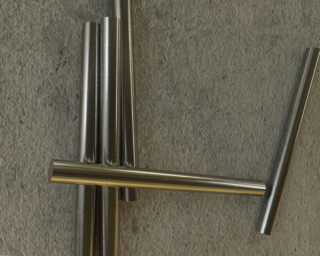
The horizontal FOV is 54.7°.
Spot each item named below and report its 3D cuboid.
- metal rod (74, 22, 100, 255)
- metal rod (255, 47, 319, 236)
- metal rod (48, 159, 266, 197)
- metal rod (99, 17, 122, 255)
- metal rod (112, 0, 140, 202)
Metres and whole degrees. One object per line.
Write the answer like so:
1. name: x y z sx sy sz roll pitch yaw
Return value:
1. metal rod: -0.087 0.024 0.376 0.025 0.025 0.298 2 89 -20
2. metal rod: 0.202 0.017 0.483 0.025 0.025 0.299 20 83 -19
3. metal rod: 0.018 0.067 0.392 0.302 0.025 0.025 10 87 -29
4. metal rod: -0.060 0.021 0.376 0.025 0.025 0.298 0 94 -20
5. metal rod: -0.044 -0.059 0.392 0.025 0.025 0.298 -3 91 -20
